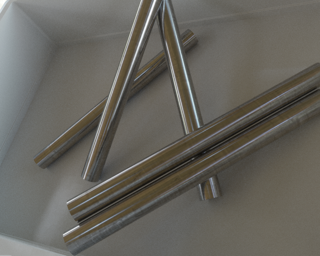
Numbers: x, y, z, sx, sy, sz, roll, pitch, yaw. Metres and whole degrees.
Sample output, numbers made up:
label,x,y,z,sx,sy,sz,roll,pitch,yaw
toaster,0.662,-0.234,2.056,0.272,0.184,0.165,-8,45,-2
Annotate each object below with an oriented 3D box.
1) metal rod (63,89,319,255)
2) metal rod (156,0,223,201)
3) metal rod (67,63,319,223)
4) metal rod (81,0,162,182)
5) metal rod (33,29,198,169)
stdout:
label,x,y,z,sx,sy,sz,roll,pitch,yaw
metal rod,0.045,0.040,0.316,0.301,0.025,0.025,-28,51,-7
metal rod,0.024,-0.064,0.373,0.025,0.025,0.299,-18,73,18
metal rod,0.045,0.012,0.324,0.301,0.025,0.025,-29,51,-6
metal rod,-0.042,-0.071,0.393,0.025,0.025,0.298,27,101,37
metal rod,-0.066,-0.043,0.467,0.300,0.025,0.025,-39,51,1
